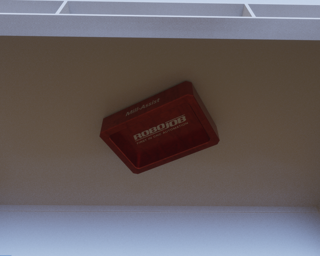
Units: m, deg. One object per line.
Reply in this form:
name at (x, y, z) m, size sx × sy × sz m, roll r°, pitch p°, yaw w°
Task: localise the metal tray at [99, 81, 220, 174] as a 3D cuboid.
metal tray at (0.000, 0.004, 0.405) m, size 0.130 × 0.030 × 0.090 m, roll -23°, pitch 127°, yaw 17°
